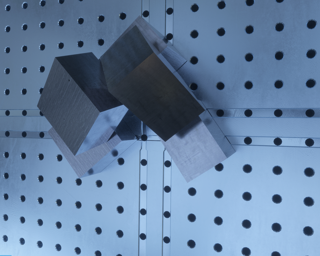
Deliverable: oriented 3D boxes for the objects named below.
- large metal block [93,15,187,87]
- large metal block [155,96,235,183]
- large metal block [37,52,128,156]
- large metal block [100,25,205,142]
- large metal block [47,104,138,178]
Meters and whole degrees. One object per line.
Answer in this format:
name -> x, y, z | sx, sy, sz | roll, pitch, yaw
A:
large metal block -> -0.022, -0.082, 0.389 | 0.080, 0.080, 0.050 | -43, 77, 15
large metal block -> 0.041, 0.011, 0.367 | 0.050, 0.080, 0.080 | -35, 79, 16
large metal block -> -0.089, -0.028, 0.360 | 0.080, 0.050, 0.080 | 49, 130, 13
large metal block -> -0.010, -0.046, 0.311 | 0.050, 0.080, 0.080 | -39, 35, 11
large metal block -> -0.093, 0.010, 0.430 | 0.080, 0.050, 0.080 | -41, 78, 15
